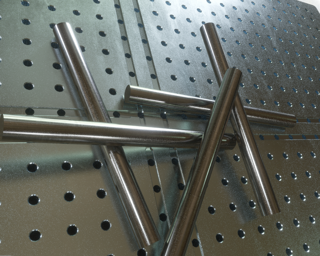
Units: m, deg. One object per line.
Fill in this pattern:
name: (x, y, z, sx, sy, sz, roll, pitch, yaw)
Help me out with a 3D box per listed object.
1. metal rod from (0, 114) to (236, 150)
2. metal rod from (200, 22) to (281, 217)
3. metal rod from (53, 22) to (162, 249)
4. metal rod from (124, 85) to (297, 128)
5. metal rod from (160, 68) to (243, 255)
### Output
metal rod: (-0.020, 0.010, 0.365, 0.302, 0.025, 0.025, 5, 59, -36)
metal rod: (0.111, -0.024, 0.453, 0.025, 0.025, 0.299, -4, 69, -30)
metal rod: (-0.071, -0.005, 0.374, 0.025, 0.025, 0.299, -13, 69, -34)
metal rod: (0.092, -0.029, 0.477, 0.302, 0.025, 0.025, 7, 59, -25)
metal rod: (0.053, 0.044, 0.377, 0.025, 0.025, 0.300, 29, 62, -10)
